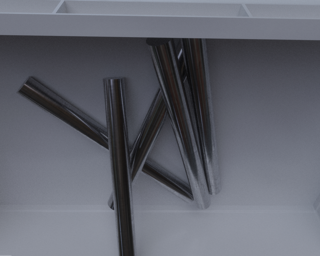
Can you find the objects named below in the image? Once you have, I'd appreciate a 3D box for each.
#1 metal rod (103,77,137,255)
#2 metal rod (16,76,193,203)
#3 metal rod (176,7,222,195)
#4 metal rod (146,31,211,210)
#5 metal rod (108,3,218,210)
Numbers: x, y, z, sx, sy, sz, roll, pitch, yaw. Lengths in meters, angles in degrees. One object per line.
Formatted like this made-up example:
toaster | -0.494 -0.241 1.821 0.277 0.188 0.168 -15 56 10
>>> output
metal rod | -0.048 0.085 0.401 0.025 0.025 0.298 -2 106 1
metal rod | -0.055 0.030 0.433 0.025 0.025 0.301 -37 122 27
metal rod | 0.056 -0.003 0.384 0.025 0.025 0.299 -9 137 7
metal rod | 0.034 0.018 0.387 0.025 0.025 0.299 -11 136 8
metal rod | -0.009 -0.003 0.384 0.025 0.025 0.298 17 121 -15
